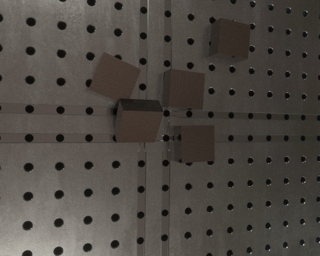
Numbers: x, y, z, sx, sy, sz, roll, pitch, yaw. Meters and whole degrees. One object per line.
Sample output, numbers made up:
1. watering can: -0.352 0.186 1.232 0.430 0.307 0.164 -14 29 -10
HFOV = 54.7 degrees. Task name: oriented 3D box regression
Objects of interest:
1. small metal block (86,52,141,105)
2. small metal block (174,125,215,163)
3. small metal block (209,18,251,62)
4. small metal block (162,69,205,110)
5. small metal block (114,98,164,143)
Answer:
1. small metal block: -0.059 -0.060 0.392 0.050 0.025 0.050 23 82 -19
2. small metal block: 0.048 0.021 0.432 0.050 0.025 0.050 -1 91 -21
3. small metal block: 0.102 -0.127 0.452 0.050 0.025 0.050 6 88 -20
4. small metal block: 0.032 -0.051 0.426 0.050 0.025 0.050 4 89 -20
5. small metal block: -0.028 -0.009 0.390 0.050 0.025 0.050 1 129 -21
